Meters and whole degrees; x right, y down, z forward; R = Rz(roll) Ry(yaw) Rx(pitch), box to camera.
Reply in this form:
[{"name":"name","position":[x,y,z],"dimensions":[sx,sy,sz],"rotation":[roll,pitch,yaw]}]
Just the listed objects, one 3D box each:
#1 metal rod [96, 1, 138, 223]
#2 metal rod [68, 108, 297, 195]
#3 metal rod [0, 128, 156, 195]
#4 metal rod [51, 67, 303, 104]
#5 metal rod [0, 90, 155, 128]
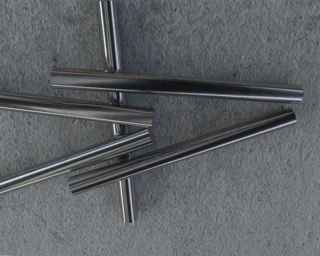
[{"name":"metal rod","position":[-0.053,-0.006,0.408],"dimensions":[0.025,0.025,0.298],"rotation":[-3,110,1]},{"name":"metal rod","position":[0.030,0.030,0.406],"dimensions":[0.302,0.025,0.025],"rotation":[-18,110,-1]},{"name":"metal rod","position":[-0.149,0.057,0.415],"dimensions":[0.301,0.025,0.025],"rotation":[-19,109,12]},{"name":"metal rod","position":[0.027,-0.050,0.375],"dimensions":[0.302,0.025,0.025],"rotation":[3,110,-8]},{"name":"metal rod","position":[-0.158,-0.030,0.383],"dimensions":[0.302,0.025,0.025],"rotation":[7,110,3]}]
